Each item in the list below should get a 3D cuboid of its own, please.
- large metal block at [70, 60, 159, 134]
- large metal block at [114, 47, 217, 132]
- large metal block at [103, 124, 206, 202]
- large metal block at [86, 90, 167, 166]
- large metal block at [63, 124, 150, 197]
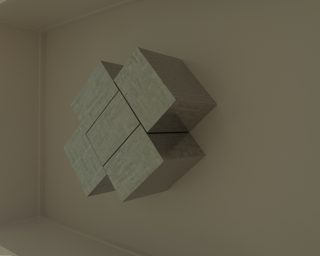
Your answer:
[{"bbox_3d":[-0.058,-0.037,0.415,0.080,0.081,0.050,-47,62,29],"label":"large metal block"},{"bbox_3d":[0.007,-0.042,0.363,0.050,0.081,0.080,-48,62,29],"label":"large metal block"},{"bbox_3d":[-0.006,0.040,0.374,0.080,0.081,0.050,-47,62,29],"label":"large metal block"},{"bbox_3d":[-0.032,0.001,0.395,0.080,0.081,0.050,-47,62,29],"label":"large metal block"},{"bbox_3d":[-0.072,0.041,0.427,0.050,0.081,0.080,-48,62,29],"label":"large metal block"}]
